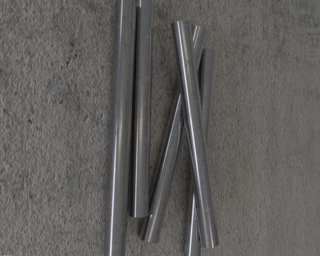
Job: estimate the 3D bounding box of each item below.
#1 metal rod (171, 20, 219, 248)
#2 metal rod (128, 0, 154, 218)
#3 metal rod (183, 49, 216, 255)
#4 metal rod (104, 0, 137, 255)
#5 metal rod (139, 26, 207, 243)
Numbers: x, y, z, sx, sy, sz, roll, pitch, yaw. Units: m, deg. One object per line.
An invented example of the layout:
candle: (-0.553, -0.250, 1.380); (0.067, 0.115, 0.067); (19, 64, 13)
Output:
metal rod: (0.048, 0.013, 0.410); (0.025, 0.025, 0.298); (-14, 99, -39)
metal rod: (-0.023, -0.042, 0.385); (0.025, 0.025, 0.298); (2, 89, -40)
metal rod: (0.058, 0.034, 0.453); (0.025, 0.025, 0.298); (8, 85, -40)
metal rod: (-0.047, -0.001, 0.365); (0.025, 0.025, 0.298); (4, 88, -40)
metal rod: (0.021, 0.000, 0.421); (0.025, 0.025, 0.299); (23, 76, -38)
